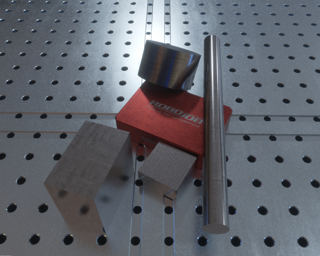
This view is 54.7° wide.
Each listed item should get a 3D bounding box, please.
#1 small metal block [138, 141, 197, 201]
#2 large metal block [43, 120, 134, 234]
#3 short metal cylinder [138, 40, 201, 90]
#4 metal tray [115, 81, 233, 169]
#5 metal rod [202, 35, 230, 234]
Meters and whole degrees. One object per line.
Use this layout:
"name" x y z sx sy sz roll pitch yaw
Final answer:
"small metal block" 0.009 0.050 0.366 0.050 0.025 0.050 24 54 18
"large metal block" -0.068 0.052 0.327 0.050 0.080 0.080 15 52 12
"short metal cylinder" 0.013 -0.091 0.444 0.080 0.050 0.080 14 18 -5
"metal tray" 0.019 -0.010 0.413 0.130 0.030 0.090 22 53 17
"metal rod" 0.066 -0.020 0.385 0.025 0.025 0.300 4 50 3
